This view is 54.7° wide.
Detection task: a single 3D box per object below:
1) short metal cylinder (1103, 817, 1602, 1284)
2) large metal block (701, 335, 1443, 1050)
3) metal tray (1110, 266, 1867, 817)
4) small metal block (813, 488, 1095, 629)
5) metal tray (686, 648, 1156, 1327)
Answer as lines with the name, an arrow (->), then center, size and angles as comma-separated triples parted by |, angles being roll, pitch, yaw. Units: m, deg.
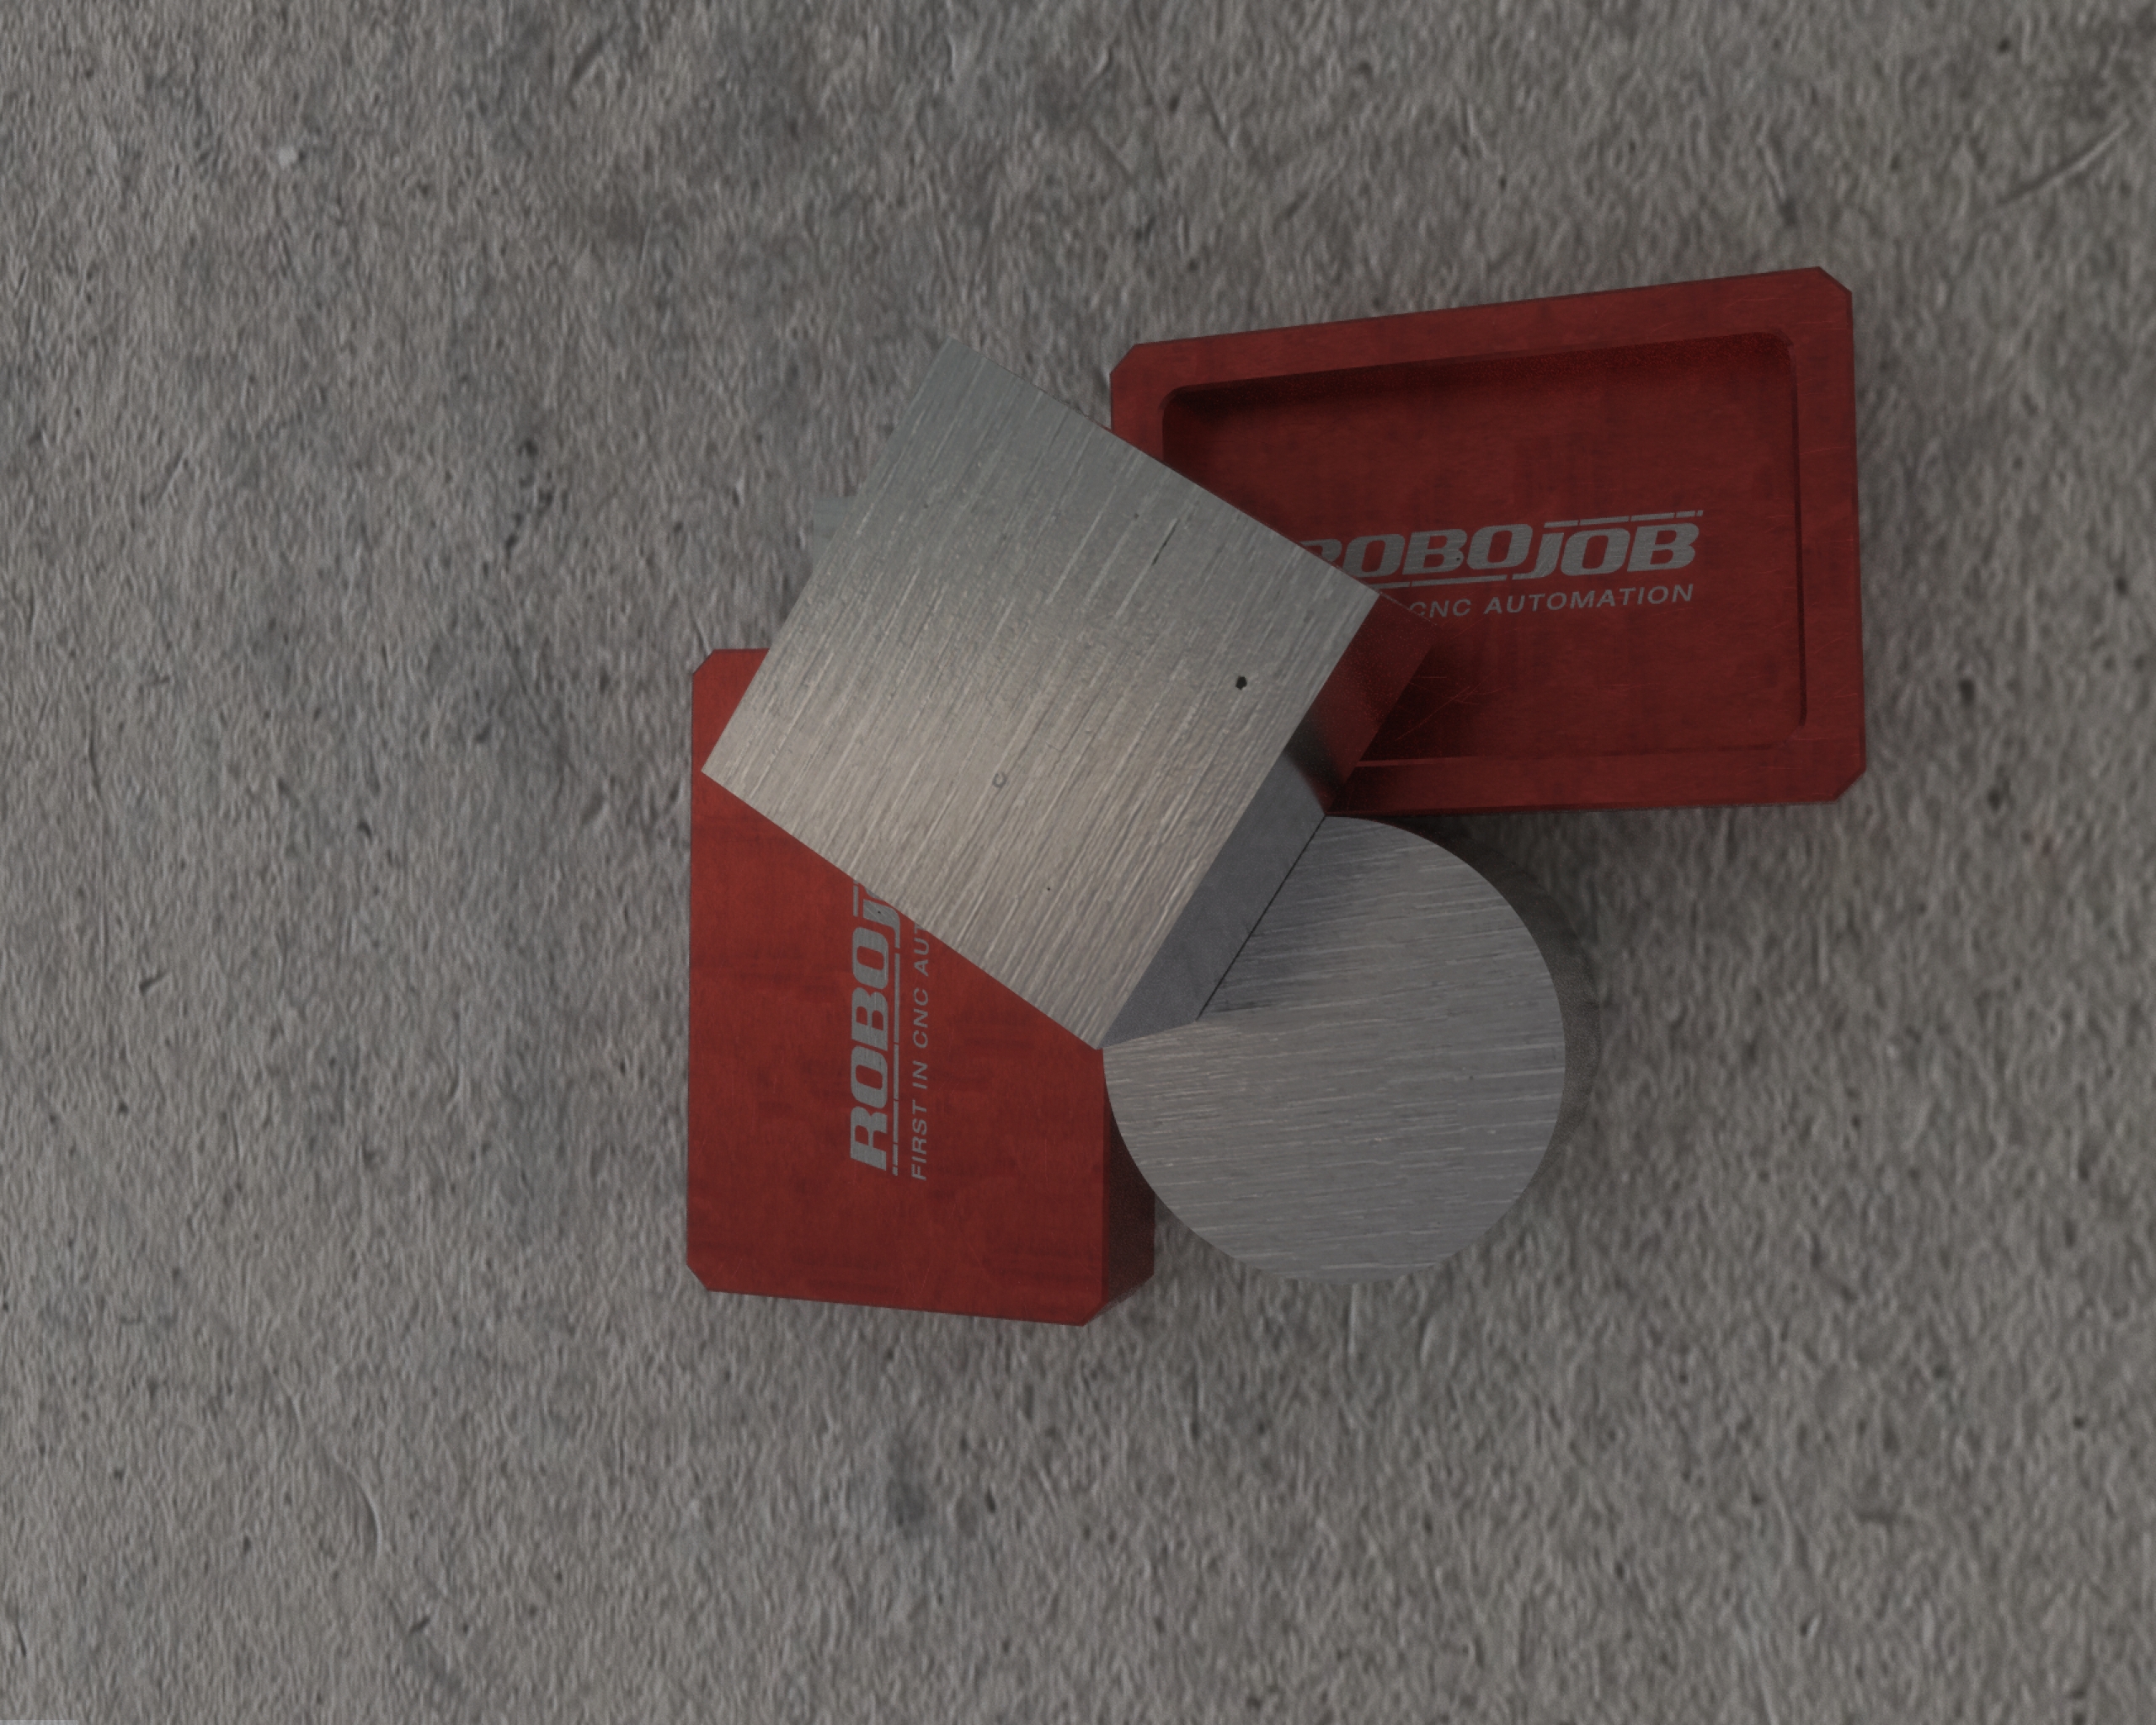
short metal cylinder -> 0.051, 0.032, 0.378 | 0.080, 0.050, 0.080 | 0, 90, 20
large metal block -> 0.000, -0.027, 0.342 | 0.080, 0.050, 0.080 | 34, 101, 16
metal tray -> 0.073, -0.054, 0.381 | 0.130, 0.030, 0.089 | -2, 89, 19
small metal block -> -0.017, -0.055, 0.403 | 0.050, 0.050, 0.025 | 1, 91, 20
metal tray -> -0.031, 0.022, 0.419 | 0.090, 0.030, 0.129 | 1, 90, 20
